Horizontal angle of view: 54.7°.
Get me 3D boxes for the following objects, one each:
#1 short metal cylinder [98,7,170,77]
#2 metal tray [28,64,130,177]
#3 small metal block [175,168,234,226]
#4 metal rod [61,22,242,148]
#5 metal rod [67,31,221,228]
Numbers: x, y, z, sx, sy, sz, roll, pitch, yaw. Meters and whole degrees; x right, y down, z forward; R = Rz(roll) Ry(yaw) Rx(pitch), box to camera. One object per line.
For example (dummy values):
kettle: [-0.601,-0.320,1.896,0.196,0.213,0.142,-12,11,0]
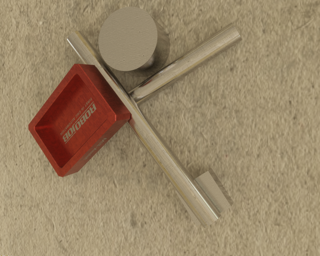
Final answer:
short metal cylinder: [-0.032,-0.110,0.407,0.080,0.050,0.079,0,90,19]
metal tray: [-0.109,-0.008,0.404,0.130,0.030,0.090,-43,76,26]
small metal block: [0.056,0.086,0.390,0.050,0.025,0.050,-35,79,16]
metal rod: [-0.030,-0.044,0.420,0.300,0.025,0.025,-31,80,17]
metal rod: [-0.027,-0.007,0.393,0.025,0.025,0.299,-41,78,15]
